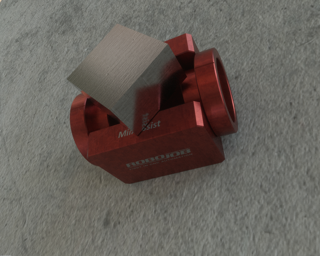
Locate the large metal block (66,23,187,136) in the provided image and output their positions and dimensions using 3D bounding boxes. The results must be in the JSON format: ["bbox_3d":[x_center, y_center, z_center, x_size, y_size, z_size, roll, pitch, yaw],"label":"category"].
[{"bbox_3d":[-0.034,-0.052,0.319,0.080,0.050,0.080,34,80,38],"label":"large metal block"}]

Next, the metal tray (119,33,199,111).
[{"bbox_3d":[-0.005,-0.060,0.403,0.130,0.090,0.030,-17,55,18],"label":"metal tray"}]

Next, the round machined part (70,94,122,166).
[{"bbox_3d":[-0.066,-0.003,0.393,0.042,0.098,0.098,-15,56,20],"label":"round machined part"}]

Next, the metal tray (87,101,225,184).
[{"bbox_3d":[-0.003,0.022,0.348,0.130,0.090,0.030,-16,56,18],"label":"metal tray"}]

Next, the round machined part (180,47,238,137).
[{"bbox_3d":[0.055,-0.037,0.352,0.042,0.098,0.098,-15,56,20],"label":"round machined part"}]
